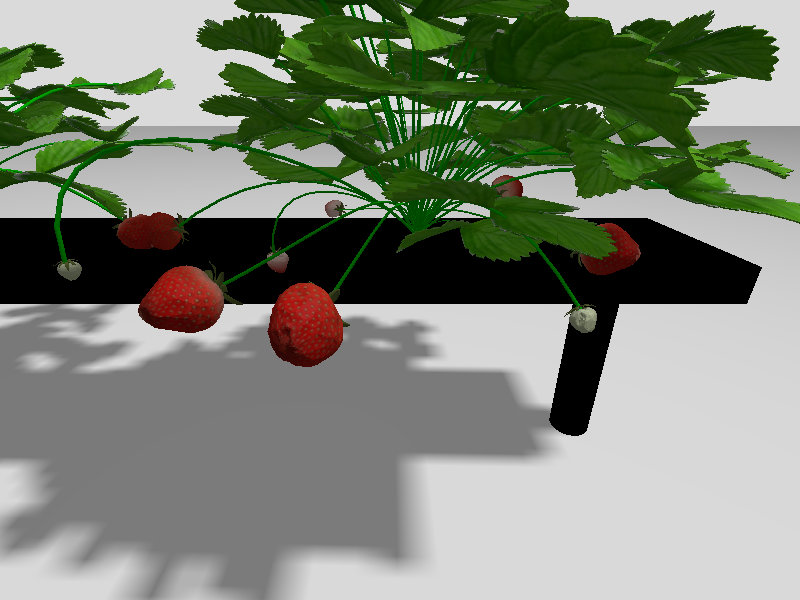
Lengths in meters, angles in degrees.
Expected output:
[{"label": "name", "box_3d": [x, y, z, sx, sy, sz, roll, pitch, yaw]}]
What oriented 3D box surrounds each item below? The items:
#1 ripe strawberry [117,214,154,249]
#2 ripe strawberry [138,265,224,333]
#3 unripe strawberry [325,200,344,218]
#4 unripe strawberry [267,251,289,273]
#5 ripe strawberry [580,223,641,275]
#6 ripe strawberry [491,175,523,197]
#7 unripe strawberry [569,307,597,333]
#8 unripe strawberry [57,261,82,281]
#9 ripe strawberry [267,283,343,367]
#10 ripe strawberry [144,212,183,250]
[{"label": "ripe strawberry", "box_3d": [-0.204, -0.052, 0.315, 0.028, 0.027, 0.030, 36, 26, -6]}, {"label": "ripe strawberry", "box_3d": [-0.107, 0.000, 0.196, 0.036, 0.031, 0.036, 17, 31, 32]}, {"label": "unripe strawberry", "box_3d": [-0.069, -0.096, 0.418, 0.020, 0.017, 0.020, 19, 31, 35]}, {"label": "unripe strawberry", "box_3d": [-0.083, -0.026, 0.274, 0.015, 0.015, 0.016, -22, 33, -38]}, {"label": "ripe strawberry", "box_3d": [0.138, -0.032, 0.264, 0.035, 0.034, 0.038, 19, 31, 34]}, {"label": "ripe strawberry", "box_3d": [0.122, -0.122, 0.454, 0.037, 0.039, 0.040, 22, 32, 39]}, {"label": "unripe strawberry", "box_3d": [0.092, 0.010, 0.200, 0.014, 0.012, 0.012, -11, -19, -22]}, {"label": "unripe strawberry", "box_3d": [-0.193, -0.017, 0.234, 0.011, 0.011, 0.011, -15, 29, -29]}, {"label": "ripe strawberry", "box_3d": [-0.041, 0.012, 0.169, 0.031, 0.036, 0.034, 7, 27, 14]}, {"label": "ripe strawberry", "box_3d": [-0.193, -0.055, 0.320, 0.032, 0.031, 0.029, -8, 26, -7]}]
